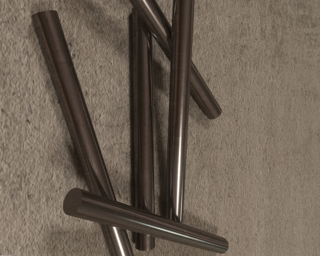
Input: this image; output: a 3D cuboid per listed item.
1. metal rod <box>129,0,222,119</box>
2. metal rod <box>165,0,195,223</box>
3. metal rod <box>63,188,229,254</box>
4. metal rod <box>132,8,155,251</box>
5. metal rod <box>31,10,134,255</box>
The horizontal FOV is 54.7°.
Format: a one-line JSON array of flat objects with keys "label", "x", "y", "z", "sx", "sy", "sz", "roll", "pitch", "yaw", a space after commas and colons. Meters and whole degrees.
[{"label": "metal rod", "x": 0.008, "y": -0.112, "z": 0.384, "sx": 0.300, "sy": 0.025, "sz": 0.025, "roll": 49, "pitch": 60, "yaw": -39}, {"label": "metal rod", "x": 0.023, "y": -0.019, "z": 0.388, "sx": 0.025, "sy": 0.025, "sz": 0.298, "roll": -10, "pitch": 109, "yaw": -40}, {"label": "metal rod", "x": 0.009, "y": 0.126, "z": 0.384, "sx": 0.301, "sy": 0.025, "sz": 0.025, "roll": 34, "pitch": 69, "yaw": -45}, {"label": "metal rod", "x": -0.021, "y": 0.001, "z": 0.389, "sx": 0.025, "sy": 0.025, "sz": 0.298, "roll": -1, "pitch": 91, "yaw": -40}, {"label": "metal rod", "x": -0.078, "y": 0.027, "z": 0.340, "sx": 0.025, "sy": 0.025, "sz": 0.298, "roll": -25, "pitch": 106, "yaw": -38}]
